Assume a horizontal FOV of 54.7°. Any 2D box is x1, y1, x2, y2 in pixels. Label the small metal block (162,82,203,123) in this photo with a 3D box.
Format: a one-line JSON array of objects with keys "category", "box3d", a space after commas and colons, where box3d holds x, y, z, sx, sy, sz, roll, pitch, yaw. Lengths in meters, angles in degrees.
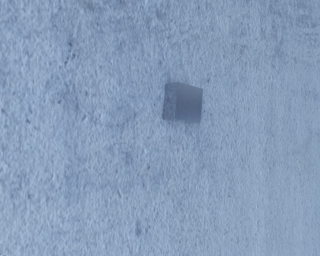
[{"category": "small metal block", "box3d": [0.033, -0.034, 0.434, 0.050, 0.025, 0.050, 8, 85, -40]}]
